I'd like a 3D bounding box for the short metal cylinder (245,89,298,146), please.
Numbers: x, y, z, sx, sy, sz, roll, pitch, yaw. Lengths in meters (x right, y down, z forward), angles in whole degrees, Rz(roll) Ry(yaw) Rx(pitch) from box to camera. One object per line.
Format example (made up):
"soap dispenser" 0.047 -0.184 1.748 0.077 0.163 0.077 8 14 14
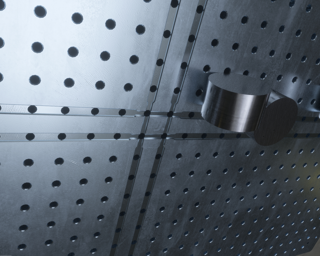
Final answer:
"short metal cylinder" 0.159 -0.020 0.469 0.081 0.050 0.079 -14 124 -21

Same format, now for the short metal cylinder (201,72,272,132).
"short metal cylinder" 0.098 -0.036 0.407 0.081 0.080 0.050 -6 121 -25
